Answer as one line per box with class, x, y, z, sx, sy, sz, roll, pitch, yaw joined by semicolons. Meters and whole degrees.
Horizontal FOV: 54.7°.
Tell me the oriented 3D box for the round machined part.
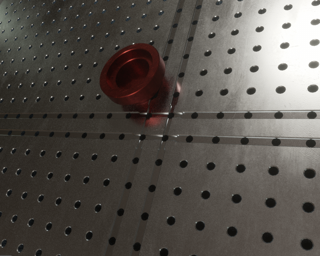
round machined part;-0.037;-0.075;0.461;0.098;0.042;0.098;-13;56;20
